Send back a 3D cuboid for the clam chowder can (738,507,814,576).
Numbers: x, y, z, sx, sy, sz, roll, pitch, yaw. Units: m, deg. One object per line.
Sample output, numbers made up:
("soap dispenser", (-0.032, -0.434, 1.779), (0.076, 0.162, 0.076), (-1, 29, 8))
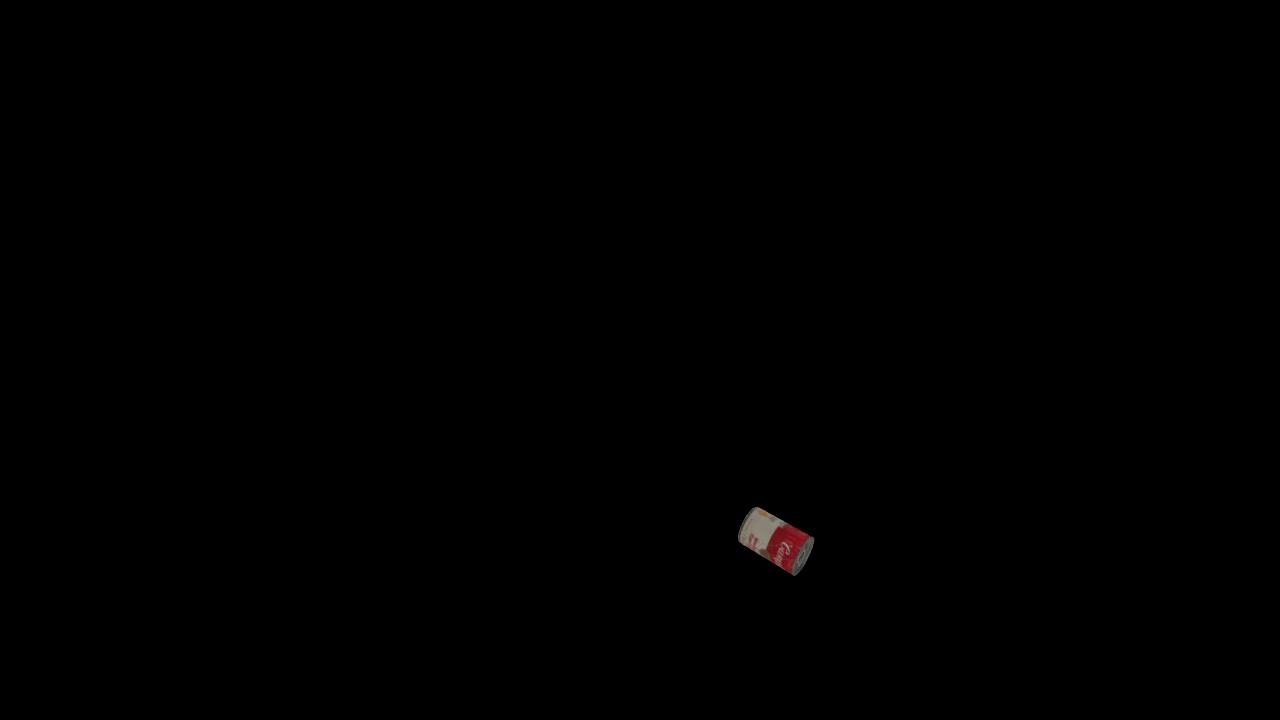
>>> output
("clam chowder can", (0.217, 0.288, 0.986), (0.102, 0.068, 0.068), (26, 15, 33))
